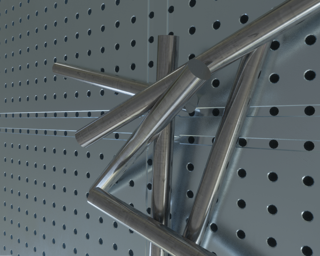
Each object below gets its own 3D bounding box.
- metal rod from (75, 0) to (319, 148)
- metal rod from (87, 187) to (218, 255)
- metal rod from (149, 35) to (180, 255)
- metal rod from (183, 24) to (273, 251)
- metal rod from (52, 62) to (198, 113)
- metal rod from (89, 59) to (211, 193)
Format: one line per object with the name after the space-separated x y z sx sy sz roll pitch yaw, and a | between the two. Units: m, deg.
0.024 -0.053 0.332 0.300 0.025 0.025 -29 72 23 | metal rod
0.034 0.141 0.350 0.300 0.025 0.025 22 104 28 | metal rod
0.003 0.041 0.385 0.025 0.025 0.298 12 104 39 | metal rod
0.068 0.034 0.353 0.025 0.025 0.298 26 106 37 | metal rod
-0.073 -0.069 0.470 0.300 0.025 0.025 19 102 38 | metal rod
-0.033 0.024 0.389 0.298 0.025 0.025 -49 60 46 | metal rod
